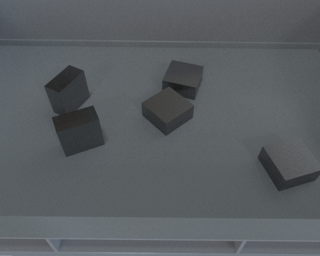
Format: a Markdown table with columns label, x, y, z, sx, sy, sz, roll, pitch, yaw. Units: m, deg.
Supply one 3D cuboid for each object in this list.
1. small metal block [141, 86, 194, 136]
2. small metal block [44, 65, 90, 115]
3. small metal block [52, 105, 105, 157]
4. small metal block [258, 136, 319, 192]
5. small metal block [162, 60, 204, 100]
| label | x | y | z | sx | sy | sz | roll | pitch | yaw |
| --- | --- | --- | --- | --- | --- | --- | --- | --- | --- |
| small metal block | 0.010 | -0.024 | 0.426 | 0.050 | 0.025 | 0.050 | -34 | 58 | -25 |
| small metal block | -0.127 | -0.050 | 0.429 | 0.025 | 0.050 | 0.050 | 23 | 54 | 18 |
| small metal block | -0.100 | 0.004 | 0.384 | 0.050 | 0.050 | 0.025 | -18 | 53 | -15 |
| small metal block | 0.155 | 0.042 | 0.372 | 0.050 | 0.025 | 0.050 | -13 | 51 | -12 |
| small metal block | 0.035 | -0.073 | 0.467 | 0.050 | 0.025 | 0.050 | 14 | 51 | 11 |
